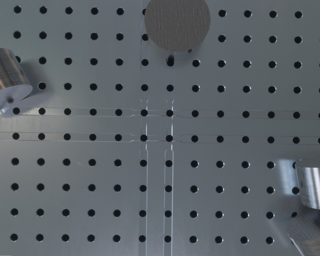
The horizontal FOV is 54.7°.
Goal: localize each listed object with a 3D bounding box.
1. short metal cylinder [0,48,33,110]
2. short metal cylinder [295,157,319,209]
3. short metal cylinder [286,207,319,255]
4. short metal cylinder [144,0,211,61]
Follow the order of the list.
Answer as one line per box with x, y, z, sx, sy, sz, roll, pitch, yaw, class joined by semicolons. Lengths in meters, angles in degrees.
-0.209;-0.056;0.384;0.080;0.080;0.050;-29;90;0;short metal cylinder
0.216;0.066;0.388;0.080;0.080;0.050;-9;90;0;short metal cylinder
0.209;0.135;0.388;0.080;0.080;0.050;-34;90;0;short metal cylinder
0.021;-0.132;0.401;0.081;0.050;0.079;0;90;0;short metal cylinder
